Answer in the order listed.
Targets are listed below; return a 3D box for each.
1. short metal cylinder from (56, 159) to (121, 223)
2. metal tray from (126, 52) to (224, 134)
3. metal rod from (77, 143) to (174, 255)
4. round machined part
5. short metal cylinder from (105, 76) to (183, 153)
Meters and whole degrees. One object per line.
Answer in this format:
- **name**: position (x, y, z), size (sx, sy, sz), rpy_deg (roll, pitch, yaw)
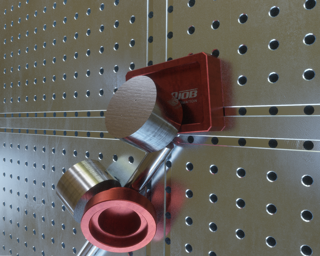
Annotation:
- **short metal cylinder**: position (-0.105, 0.094, 0.460), size (0.050, 0.081, 0.079), rpy_deg (38, 113, 33)
- **metal tray**: position (0.014, -0.037, 0.394), size (0.130, 0.030, 0.089), rpy_deg (-5, 87, 39)
- **metal rod**: position (-0.068, 0.131, 0.465), size (0.025, 0.025, 0.298), rpy_deg (49, 119, 29)
- **round machined part**: position (-0.054, 0.119, 0.420), size (0.097, 0.098, 0.042), rpy_deg (-56, 17, 25)
- **short metal cylinder**: position (-0.020, -0.016, 0.375), size (0.080, 0.050, 0.080), rpy_deg (-20, 55, 32)
